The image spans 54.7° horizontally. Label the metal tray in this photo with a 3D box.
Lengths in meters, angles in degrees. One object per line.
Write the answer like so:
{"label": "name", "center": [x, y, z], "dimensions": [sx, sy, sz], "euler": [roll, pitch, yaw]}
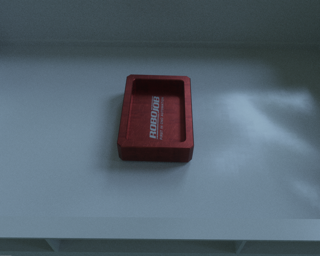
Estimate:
{"label": "metal tray", "center": [-0.004, -0.017, 0.412], "dimensions": [0.091, 0.030, 0.130], "euler": [2, 50, 0]}
